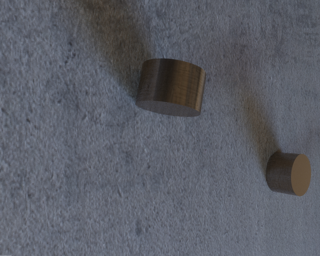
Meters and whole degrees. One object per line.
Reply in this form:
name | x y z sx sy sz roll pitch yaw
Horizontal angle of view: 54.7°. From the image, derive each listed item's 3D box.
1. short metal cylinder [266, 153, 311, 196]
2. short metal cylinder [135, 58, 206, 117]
short metal cylinder | 0.251 0.089 0.603 0.081 0.050 0.079 0 90 -40
short metal cylinder | 0.014 -0.047 0.382 0.081 0.080 0.050 16 80 -39
